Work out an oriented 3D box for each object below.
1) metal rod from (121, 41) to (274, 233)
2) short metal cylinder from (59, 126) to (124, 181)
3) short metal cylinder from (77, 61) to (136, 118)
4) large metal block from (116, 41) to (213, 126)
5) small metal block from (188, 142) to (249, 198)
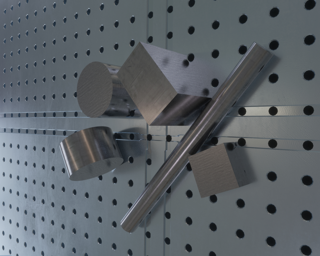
[{"bbox_3d":[0.031,0.029,0.383,0.025,0.025,0.298,49,119,28],"label":"metal rod"},{"bbox_3d":[-0.100,0.039,0.456,0.080,0.081,0.050,-36,68,34],"label":"short metal cylinder"},{"bbox_3d":[-0.078,-0.054,0.457,0.080,0.050,0.079,0,90,40],"label":"short metal cylinder"},{"bbox_3d":[0.009,-0.049,0.366,0.050,0.081,0.080,-48,62,29],"label":"large metal block"},{"bbox_3d":[0.066,0.048,0.355,0.050,0.025,0.050,-27,73,36],"label":"small metal block"}]
